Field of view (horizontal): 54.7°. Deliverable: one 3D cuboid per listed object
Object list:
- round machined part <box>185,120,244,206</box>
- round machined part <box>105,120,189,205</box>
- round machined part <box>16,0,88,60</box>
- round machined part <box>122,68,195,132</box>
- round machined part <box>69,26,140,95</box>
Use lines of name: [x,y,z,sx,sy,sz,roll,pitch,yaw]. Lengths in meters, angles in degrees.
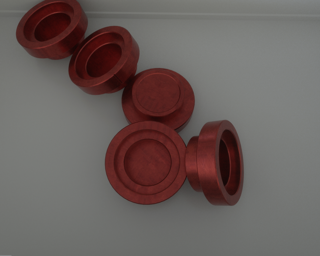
round machined part: [0.063,0.041,0.364,0.042,0.098,0.098,-7,67,31]
round machined part: [-0.014,0.042,0.379,0.099,0.042,0.098,0,79,3]
round machined part: [-0.148,-0.136,0.440,0.098,0.042,0.098,-7,60,12]
round machined part: [-0.002,-0.039,0.415,0.099,0.042,0.098,0,70,0]
round machined part: [-0.070,-0.086,0.418,0.098,0.042,0.098,-12,59,22]
